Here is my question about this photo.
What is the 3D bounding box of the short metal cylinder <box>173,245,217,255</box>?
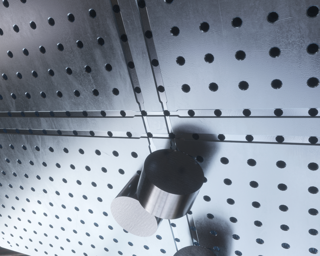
[{"bbox_3d":[0.057,0.237,0.492,0.080,0.080,0.050,10,123,23],"label":"short metal cylinder"}]

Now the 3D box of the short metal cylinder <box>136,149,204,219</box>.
[{"bbox_3d":[0.013,0.074,0.414,0.080,0.080,0.050,26,128,12],"label":"short metal cylinder"}]

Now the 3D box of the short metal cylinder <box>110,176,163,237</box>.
[{"bbox_3d":[-0.030,0.123,0.487,0.080,0.050,0.079,13,124,21],"label":"short metal cylinder"}]
